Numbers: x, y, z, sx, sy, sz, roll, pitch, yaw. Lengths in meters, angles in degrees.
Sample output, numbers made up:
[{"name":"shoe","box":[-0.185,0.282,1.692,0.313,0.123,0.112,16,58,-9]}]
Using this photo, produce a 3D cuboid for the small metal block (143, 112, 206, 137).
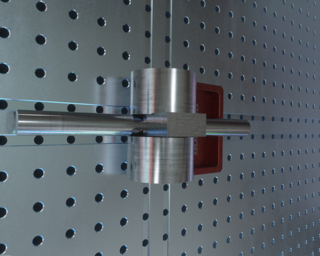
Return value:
[{"name":"small metal block","box":[0.015,-0.004,0.344,0.050,0.050,0.025,1,90,-32]}]

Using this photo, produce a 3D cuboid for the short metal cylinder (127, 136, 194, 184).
[{"name":"short metal cylinder","box":[0.001,0.035,0.373,0.081,0.080,0.050,2,89,-40]}]

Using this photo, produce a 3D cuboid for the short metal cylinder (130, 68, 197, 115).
[{"name":"short metal cylinder","box":[0.004,-0.040,0.374,0.081,0.080,0.050,1,90,-40]}]

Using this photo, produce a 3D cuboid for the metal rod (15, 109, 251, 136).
[{"name":"metal rod","box":[-0.007,-0.003,0.373,0.303,0.025,0.025,1,89,-31]}]

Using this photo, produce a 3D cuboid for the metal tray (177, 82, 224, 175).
[{"name":"metal tray","box":[0.051,0.001,0.448,0.091,0.030,0.129,1,89,-40]}]
